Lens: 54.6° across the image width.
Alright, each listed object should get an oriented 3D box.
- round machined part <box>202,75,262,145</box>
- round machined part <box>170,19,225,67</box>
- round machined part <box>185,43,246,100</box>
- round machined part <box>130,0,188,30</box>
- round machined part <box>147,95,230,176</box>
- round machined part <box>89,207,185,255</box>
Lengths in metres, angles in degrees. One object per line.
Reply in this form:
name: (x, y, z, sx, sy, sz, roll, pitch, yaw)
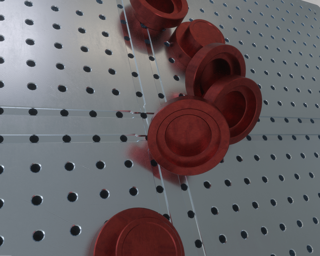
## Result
round machined part: (0.095, -0.028, 0.442, 0.099, 0.097, 0.042, -6, 23, -31)
round machined part: (0.070, -0.143, 0.522, 0.099, 0.042, 0.098, 13, 56, -21)
round machined part: (0.077, -0.078, 0.463, 0.099, 0.097, 0.042, -7, 24, -31)
round machined part: (-0.005, -0.203, 0.518, 0.099, 0.042, 0.098, 14, 56, -21)
round machined part: (0.035, 0.007, 0.387, 0.098, 0.098, 0.042, 31, 17, -9)
round machined part: (-0.017, 0.128, 0.310, 0.099, 0.042, 0.098, 13, 56, -21)
